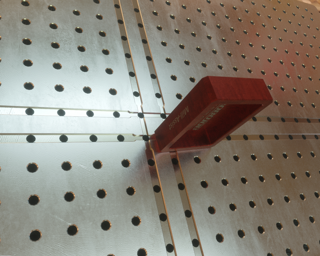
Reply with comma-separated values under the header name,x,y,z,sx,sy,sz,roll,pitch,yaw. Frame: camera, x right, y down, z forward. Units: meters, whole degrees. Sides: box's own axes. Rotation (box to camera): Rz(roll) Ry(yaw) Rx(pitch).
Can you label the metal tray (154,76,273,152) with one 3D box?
name,x,y,z,sx,sy,sz,roll,pitch,yaw
metal tray,0.061,-0.013,0.383,0.091,0.129,0.030,-3,63,-30
